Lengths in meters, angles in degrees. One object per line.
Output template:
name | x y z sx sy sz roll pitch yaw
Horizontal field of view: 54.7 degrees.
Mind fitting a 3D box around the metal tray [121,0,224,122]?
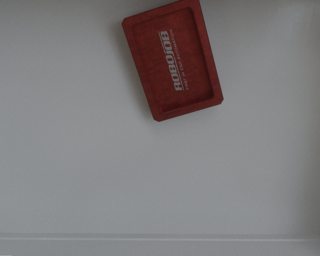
metal tray | 0.017 -0.081 0.378 0.090 0.030 0.129 -16 110 5
